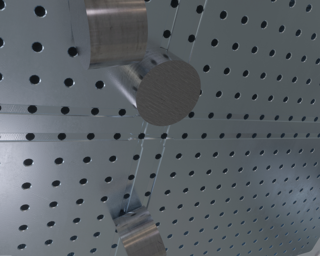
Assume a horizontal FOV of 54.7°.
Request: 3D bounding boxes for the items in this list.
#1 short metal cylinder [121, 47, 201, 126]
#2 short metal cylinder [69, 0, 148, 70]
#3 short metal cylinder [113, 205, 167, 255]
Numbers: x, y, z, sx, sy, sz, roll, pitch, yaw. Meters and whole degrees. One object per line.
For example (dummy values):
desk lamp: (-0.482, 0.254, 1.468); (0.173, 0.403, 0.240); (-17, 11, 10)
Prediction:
short metal cylinder: (0.000, -0.049, 0.365); (0.081, 0.050, 0.079); (-14, 124, -21)
short metal cylinder: (-0.050, -0.097, 0.288); (0.050, 0.080, 0.079); (-12, 124, -22)
short metal cylinder: (-0.031, 0.163, 0.459); (0.050, 0.080, 0.080); (-22, 127, -15)
